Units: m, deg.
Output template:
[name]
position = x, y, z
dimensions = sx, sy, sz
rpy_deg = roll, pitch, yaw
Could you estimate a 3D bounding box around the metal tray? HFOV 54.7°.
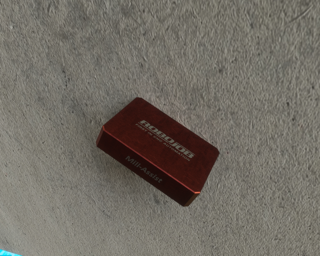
[metal tray]
position = 0.001, 0.024, 0.380
dimensions = 0.130, 0.090, 0.030
rpy_deg = 34, 129, 5
